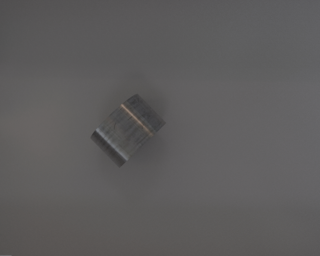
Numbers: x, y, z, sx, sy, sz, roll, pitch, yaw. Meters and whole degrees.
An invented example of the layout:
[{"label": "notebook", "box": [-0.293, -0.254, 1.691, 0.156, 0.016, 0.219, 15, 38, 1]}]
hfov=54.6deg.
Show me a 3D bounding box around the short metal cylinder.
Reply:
[{"label": "short metal cylinder", "box": [-0.038, 0.003, 0.384, 0.080, 0.080, 0.050, -44, 90, 0]}]
